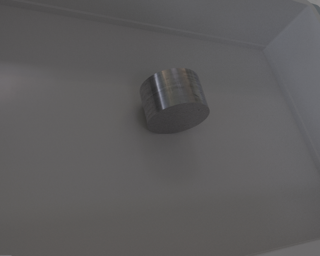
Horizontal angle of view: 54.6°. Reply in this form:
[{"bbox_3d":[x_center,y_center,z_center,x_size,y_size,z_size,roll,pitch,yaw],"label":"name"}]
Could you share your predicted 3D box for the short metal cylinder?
[{"bbox_3d":[0.018,-0.033,0.399,0.081,0.080,0.050,0,62,-28],"label":"short metal cylinder"}]
